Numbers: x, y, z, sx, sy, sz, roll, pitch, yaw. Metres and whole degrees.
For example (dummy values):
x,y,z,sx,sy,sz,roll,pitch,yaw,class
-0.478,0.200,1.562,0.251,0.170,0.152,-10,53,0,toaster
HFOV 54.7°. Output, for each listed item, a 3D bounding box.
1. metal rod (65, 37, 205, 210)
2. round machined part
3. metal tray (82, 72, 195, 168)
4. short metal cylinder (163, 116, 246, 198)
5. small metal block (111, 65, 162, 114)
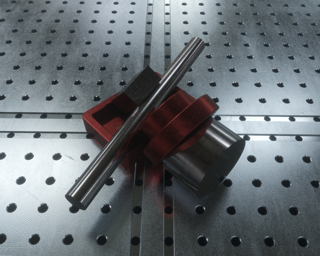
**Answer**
x,y,z,sx,sy,sz,roll,pitch,yaw,class
-0.013,-0.028,0.391,0.025,0.025,0.301,22,53,17,metal rod
0.017,-0.005,0.351,0.099,0.098,0.042,-39,82,-28,round machined part
-0.024,-0.017,0.417,0.131,0.030,0.090,-36,59,-27,metal tray
0.049,0.030,0.345,0.080,0.080,0.050,-36,59,-27,short metal cylinder
-0.031,-0.049,0.404,0.025,0.050,0.050,44,66,-13,small metal block
